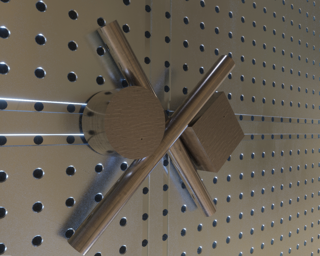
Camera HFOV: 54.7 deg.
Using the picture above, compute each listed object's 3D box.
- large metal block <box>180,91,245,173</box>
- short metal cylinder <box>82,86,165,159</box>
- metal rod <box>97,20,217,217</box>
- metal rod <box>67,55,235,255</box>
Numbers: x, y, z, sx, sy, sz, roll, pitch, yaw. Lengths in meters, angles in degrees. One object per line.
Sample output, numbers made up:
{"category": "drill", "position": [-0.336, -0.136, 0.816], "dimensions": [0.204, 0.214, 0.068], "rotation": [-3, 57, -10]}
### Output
{"category": "large metal block", "position": [0.067, 0.005, 0.443], "dimensions": [0.080, 0.050, 0.080], "rotation": [-46, 118, -30]}
{"category": "short metal cylinder", "position": [-0.041, -0.006, 0.354], "dimensions": [0.081, 0.050, 0.079], "rotation": [0, 90, -40]}
{"category": "metal rod", "position": [0.007, 0.003, 0.409], "dimensions": [0.025, 0.025, 0.299], "rotation": [-43, 116, -31]}
{"category": "metal rod", "position": [0.002, 0.019, 0.379], "dimensions": [0.301, 0.025, 0.025], "rotation": [-50, 120, -18]}
